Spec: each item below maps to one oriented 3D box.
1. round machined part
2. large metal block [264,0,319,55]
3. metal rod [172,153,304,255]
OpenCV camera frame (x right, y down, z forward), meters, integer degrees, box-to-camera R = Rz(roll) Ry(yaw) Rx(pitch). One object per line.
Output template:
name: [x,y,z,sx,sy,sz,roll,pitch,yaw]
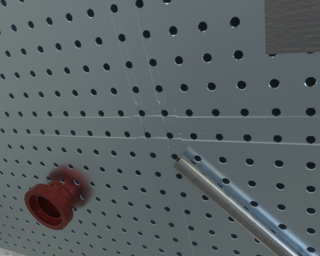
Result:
round machined part: [-0.207,0.145,0.596,0.098,0.042,0.097,13,124,20]
large metal block: [0.133,-0.110,0.257,0.080,0.050,0.079,3,120,26]
metal rod: [0.139,0.141,0.424,0.300,0.025,0.025,40,129,0]
